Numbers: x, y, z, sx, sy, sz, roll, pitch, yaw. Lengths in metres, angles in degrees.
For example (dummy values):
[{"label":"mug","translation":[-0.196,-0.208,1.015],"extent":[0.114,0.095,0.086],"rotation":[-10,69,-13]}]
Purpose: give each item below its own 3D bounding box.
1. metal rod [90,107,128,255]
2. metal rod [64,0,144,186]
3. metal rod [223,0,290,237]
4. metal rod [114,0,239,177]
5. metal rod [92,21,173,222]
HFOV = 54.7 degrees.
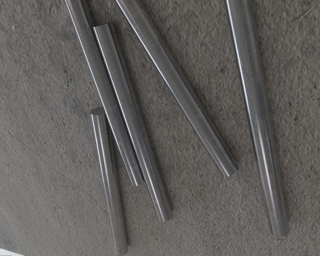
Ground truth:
[{"label":"metal rod","translation":[-0.079,0.104,0.513],"extent":[0.025,0.025,0.298],"rotation":[11,123,22]},{"label":"metal rod","translation":[-0.071,-0.050,0.412],"extent":[0.025,0.025,0.298],"rotation":[-2,118,29]},{"label":"metal rod","translation":[0.114,0.003,0.348],"extent":[0.025,0.025,0.298],"rotation":[-4,117,30]},{"label":"metal rod","translation":[0.010,-0.068,0.358],"extent":[0.025,0.025,0.299],"rotation":[-23,106,36]},{"label":"metal rod","translation":[-0.030,0.008,0.427],"extent":[0.025,0.025,0.298],"rotation":[-2,118,29]}]
